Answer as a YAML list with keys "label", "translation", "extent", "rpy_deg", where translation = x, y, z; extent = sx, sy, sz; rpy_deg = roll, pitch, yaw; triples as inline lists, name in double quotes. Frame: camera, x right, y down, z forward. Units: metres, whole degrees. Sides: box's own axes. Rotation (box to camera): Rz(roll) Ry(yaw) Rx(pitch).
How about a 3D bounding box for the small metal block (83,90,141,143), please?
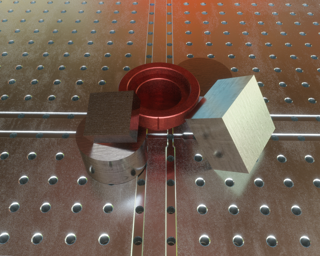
- label: "small metal block"
  translation: [-0.051, -0.011, 0.335]
  extent: [0.050, 0.025, 0.050]
  rpy_deg: [-2, 68, 14]

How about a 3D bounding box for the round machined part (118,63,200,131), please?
- label: "round machined part"
  translation: [-0.001, -0.035, 0.388]
  extent: [0.099, 0.042, 0.098]
  rpy_deg: [0, 50, 0]

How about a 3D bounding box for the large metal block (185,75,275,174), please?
- label: "large metal block"
  translation: [0.086, -0.005, 0.368]
  extent: [0.050, 0.080, 0.080]
  rpy_deg: [0, 39, 47]

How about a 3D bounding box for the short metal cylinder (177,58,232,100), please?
- label: "short metal cylinder"
  translation: [0.057, -0.054, 0.437]
  extent: [0.081, 0.050, 0.080]
  rpy_deg: [0, 50, 0]

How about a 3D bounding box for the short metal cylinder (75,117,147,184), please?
- label: "short metal cylinder"
  translation: [-0.056, 0.020, 0.373]
  extent: [0.081, 0.050, 0.080]
  rpy_deg: [0, 50, 0]
